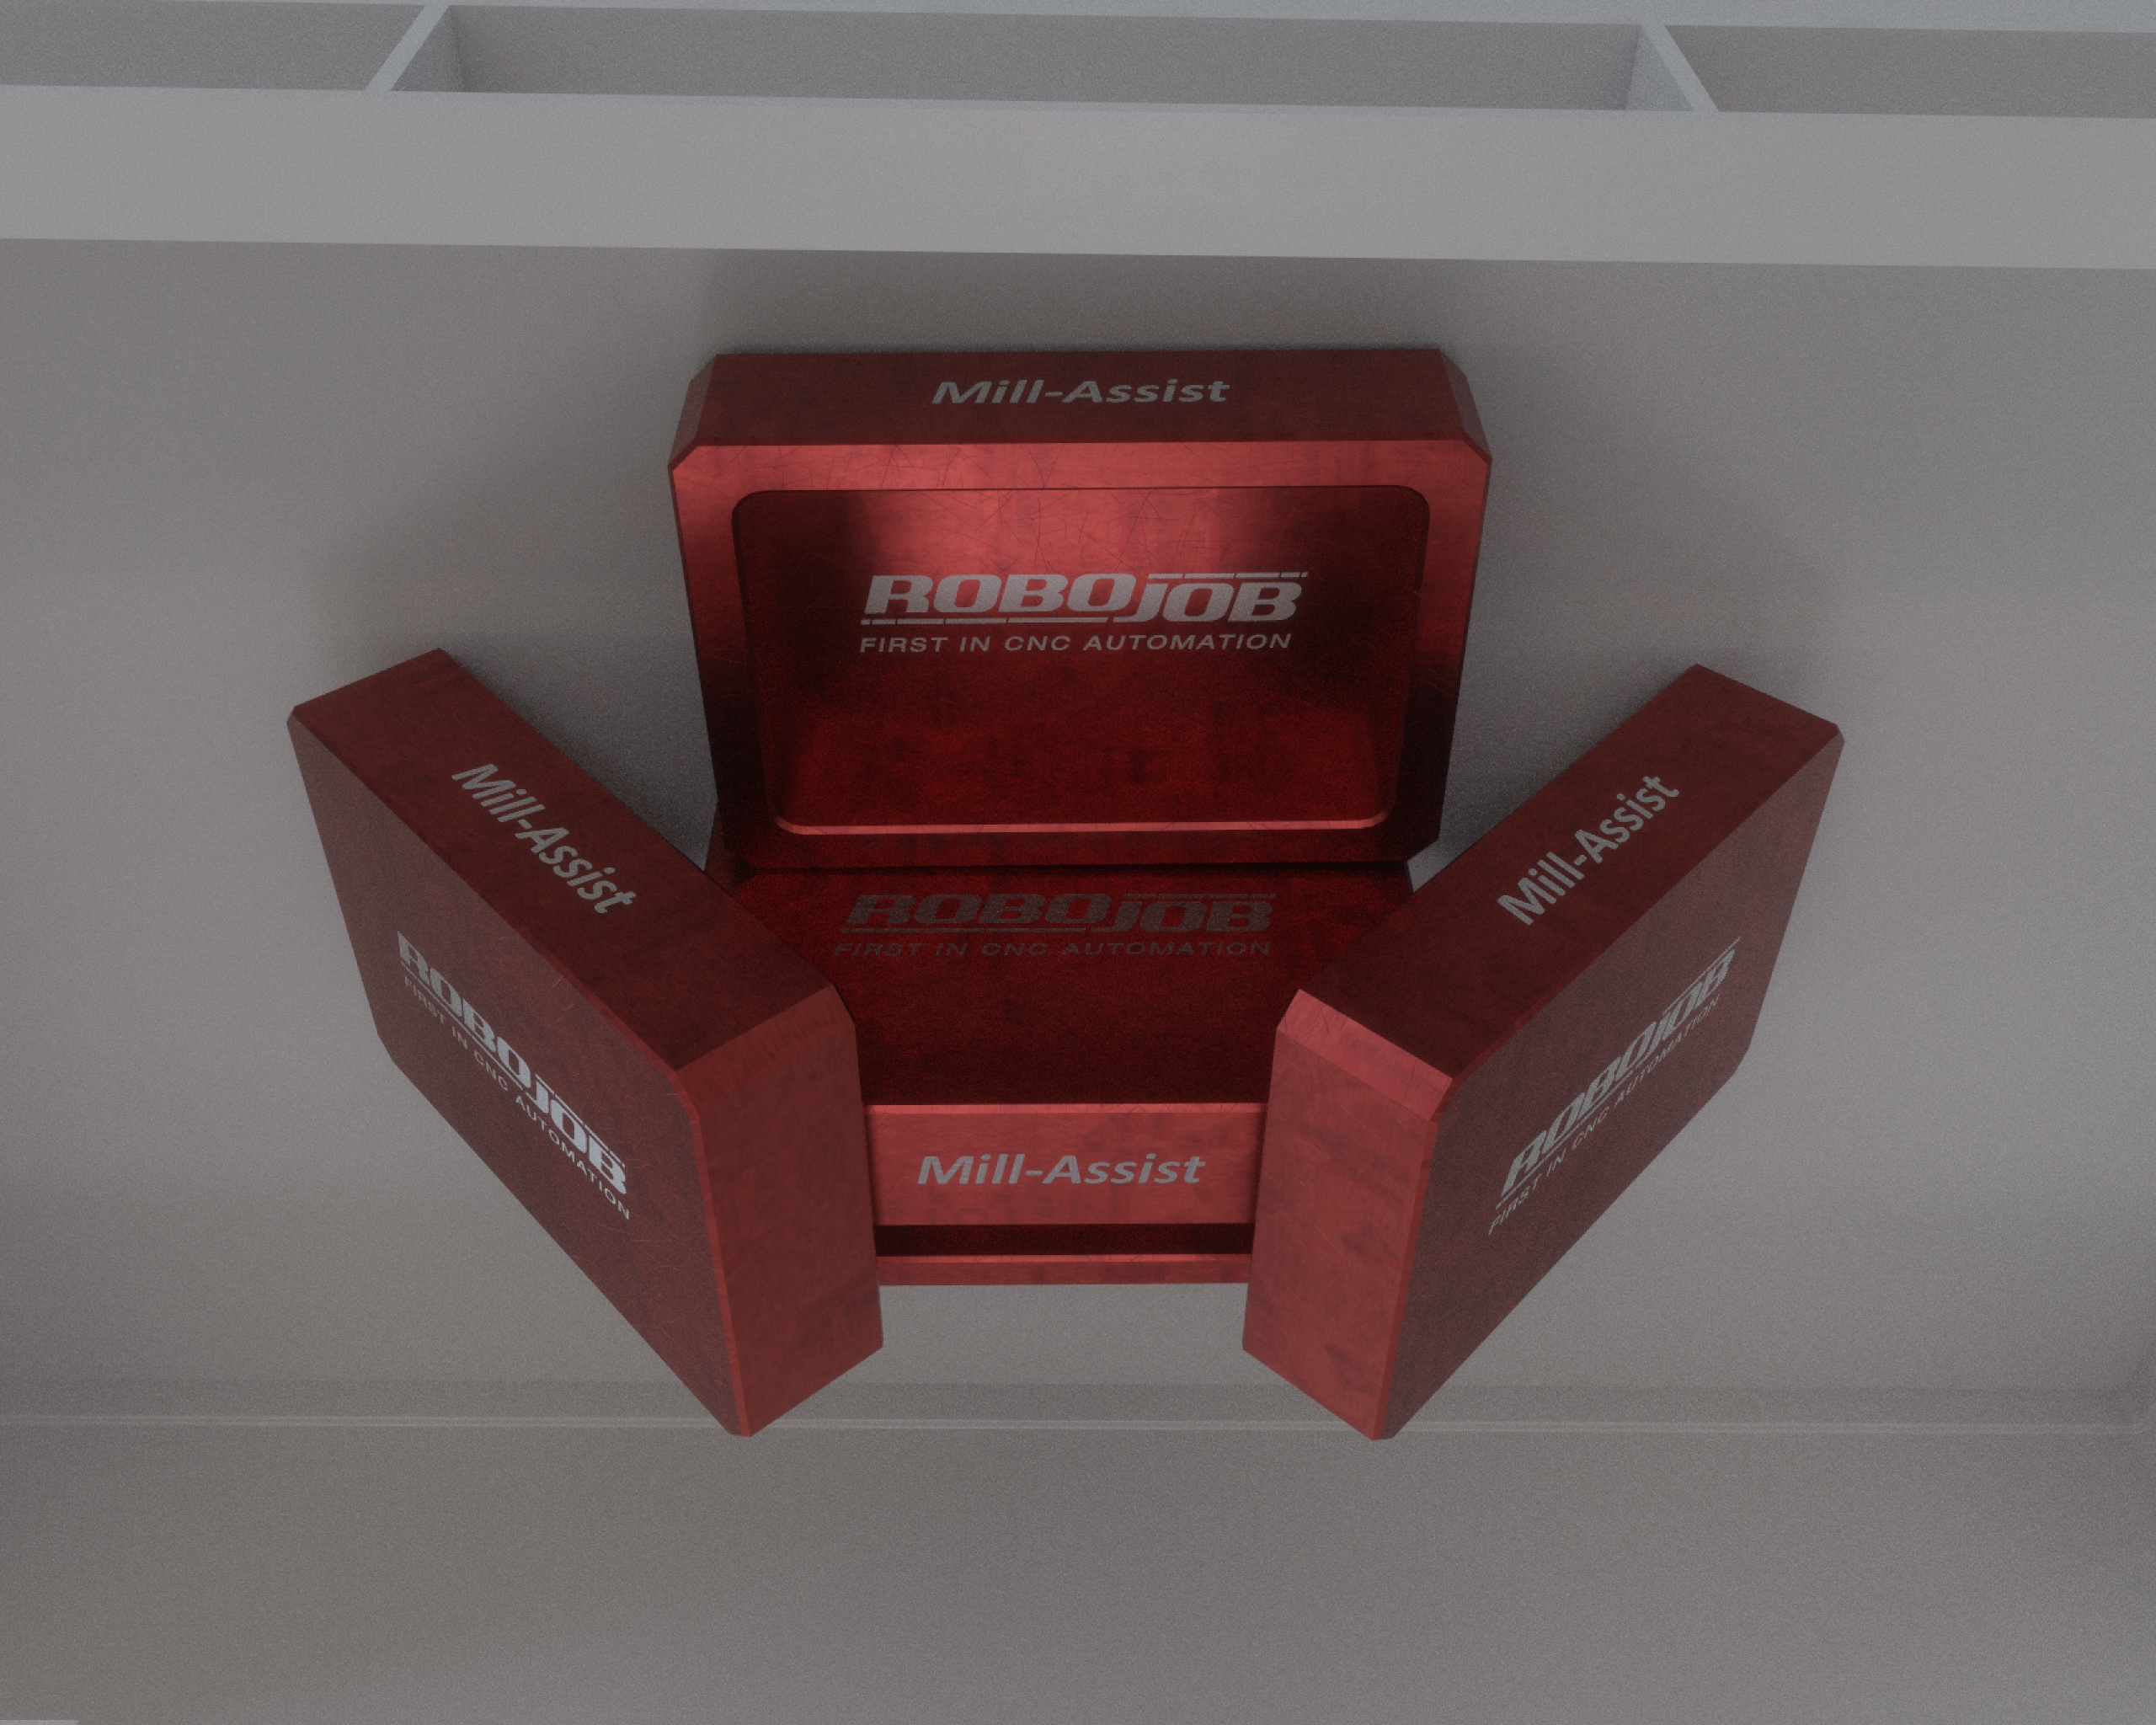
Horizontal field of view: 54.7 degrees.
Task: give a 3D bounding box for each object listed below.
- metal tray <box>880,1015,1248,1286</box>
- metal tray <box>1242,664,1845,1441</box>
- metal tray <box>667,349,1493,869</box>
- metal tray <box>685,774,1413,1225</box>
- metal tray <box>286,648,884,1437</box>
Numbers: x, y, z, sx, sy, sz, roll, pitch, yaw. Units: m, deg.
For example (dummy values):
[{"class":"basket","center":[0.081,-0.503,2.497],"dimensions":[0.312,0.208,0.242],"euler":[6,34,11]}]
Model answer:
[{"class":"metal tray","center":[-0.003,0.050,0.444],"dimensions":[0.131,0.030,0.089],"euler":[0,130,-1]},{"class":"metal tray","center":[0.084,0.031,0.374],"dimensions":[0.030,0.131,0.089],"euler":[31,138,30]},{"class":"metal tray","center":[0.001,-0.042,0.367],"dimensions":[0.131,0.030,0.089],"euler":[-1,131,-1]},{"class":"metal tray","center":[-0.004,0.022,0.383],"dimensions":[0.131,0.090,0.030],"euler":[0,130,-1]},{"class":"metal tray","center":[-0.088,0.030,0.371],"dimensions":[0.030,0.130,0.089],"euler":[-30,139,-31]}]
